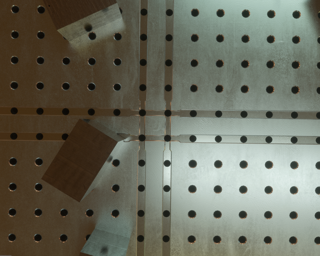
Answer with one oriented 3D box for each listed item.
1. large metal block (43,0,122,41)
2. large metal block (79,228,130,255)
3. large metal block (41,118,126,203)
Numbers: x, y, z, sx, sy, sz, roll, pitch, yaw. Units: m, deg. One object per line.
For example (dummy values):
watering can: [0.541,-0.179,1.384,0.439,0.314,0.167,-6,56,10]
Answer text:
large metal block: [-0.105,-0.171,0.399,0.080,0.050,0.080,-25,90,-1]
large metal block: [-0.076,0.183,0.385,0.050,0.080,0.080,16,90,0]
large metal block: [-0.090,0.036,0.385,0.050,0.080,0.080,32,90,-1]
